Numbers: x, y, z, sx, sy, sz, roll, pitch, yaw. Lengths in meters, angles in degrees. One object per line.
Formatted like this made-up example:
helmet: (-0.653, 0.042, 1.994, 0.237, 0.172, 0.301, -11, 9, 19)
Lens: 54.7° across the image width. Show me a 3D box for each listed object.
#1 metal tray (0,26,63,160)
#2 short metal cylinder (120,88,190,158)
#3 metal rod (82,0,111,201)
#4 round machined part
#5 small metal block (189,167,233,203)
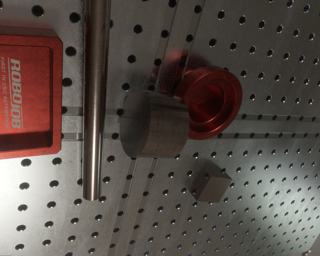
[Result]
metal tray: (-0.147, -0.032, 0.308, 0.091, 0.030, 0.129, -5, 121, -27)
short metal cylinder: (-0.009, -0.004, 0.370, 0.050, 0.080, 0.079, 5, 116, -31)
metal rod: (-0.073, -0.040, 0.347, 0.025, 0.025, 0.298, -6, 121, -26)
round machined part: (0.057, -0.036, 0.410, 0.099, 0.042, 0.097, -15, 125, -22)
small metal block: (0.086, 0.097, 0.520, 0.050, 0.025, 0.050, 14, 111, -34)
